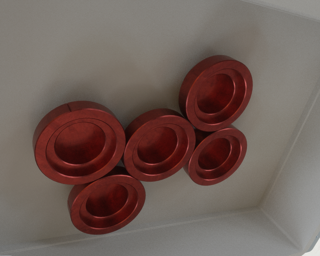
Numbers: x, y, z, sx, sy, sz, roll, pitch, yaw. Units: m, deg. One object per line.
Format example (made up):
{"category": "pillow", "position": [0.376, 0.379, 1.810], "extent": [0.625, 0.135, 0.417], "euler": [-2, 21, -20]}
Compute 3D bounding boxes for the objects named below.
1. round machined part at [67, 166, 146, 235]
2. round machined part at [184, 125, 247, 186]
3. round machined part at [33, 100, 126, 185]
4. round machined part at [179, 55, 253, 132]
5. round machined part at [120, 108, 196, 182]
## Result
{"category": "round machined part", "position": [-0.072, 0.090, 0.410], "extent": [0.099, 0.042, 0.097], "euler": [-14, 124, -21]}
{"category": "round machined part", "position": [0.075, 0.033, 0.456], "extent": [0.099, 0.042, 0.097], "euler": [-14, 124, -21]}
{"category": "round machined part", "position": [-0.092, 0.013, 0.352], "extent": [0.099, 0.042, 0.097], "euler": [-14, 124, -21]}
{"category": "round machined part", "position": [0.067, -0.047, 0.402], "extent": [0.099, 0.042, 0.097], "euler": [-14, 124, -21]}
{"category": "round machined part", "position": [-0.007, 0.018, 0.401], "extent": [0.099, 0.042, 0.097], "euler": [-14, 124, -21]}
